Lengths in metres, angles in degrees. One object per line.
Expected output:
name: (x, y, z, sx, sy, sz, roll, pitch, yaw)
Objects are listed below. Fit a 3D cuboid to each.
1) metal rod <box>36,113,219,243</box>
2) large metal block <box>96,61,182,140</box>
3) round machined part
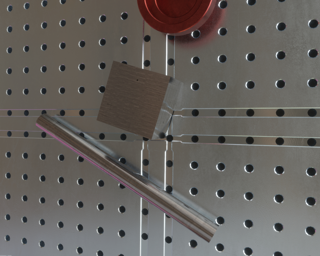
metal rod: (-0.056, 0.061, 0.432, 0.300, 0.025, 0.025, 30, 100, 17)
large metal block: (-0.026, -0.036, 0.408, 0.080, 0.050, 0.080, 19, 96, 19)
round machined part: (0.024, -0.166, 0.391, 0.098, 0.042, 0.097, 3, 98, 21)
